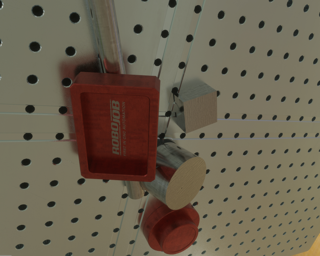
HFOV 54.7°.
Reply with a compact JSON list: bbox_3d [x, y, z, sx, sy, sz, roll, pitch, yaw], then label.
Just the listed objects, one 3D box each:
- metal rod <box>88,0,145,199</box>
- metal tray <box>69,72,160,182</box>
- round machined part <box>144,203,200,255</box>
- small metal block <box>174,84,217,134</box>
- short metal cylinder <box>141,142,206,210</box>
[{"bbox_3d":[-0.047,-0.028,0.369,0.025,0.025,0.298,-19,126,-18],"label":"metal rod"},{"bbox_3d":[-0.048,0.003,0.355,0.091,0.030,0.129,3,124,0],"label":"metal tray"},{"bbox_3d":[0.026,0.174,0.524,0.099,0.042,0.097,-14,125,-21],"label":"round machined part"},{"bbox_3d":[0.050,-0.027,0.424,0.050,0.025,0.050,-20,126,-17],"label":"small metal block"},{"bbox_3d":[0.020,0.066,0.434,0.081,0.050,0.079,-25,128,-36],"label":"short metal cylinder"}]
